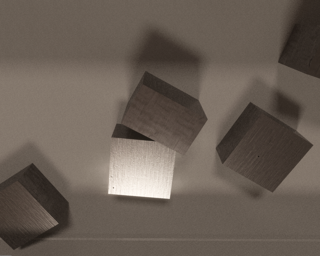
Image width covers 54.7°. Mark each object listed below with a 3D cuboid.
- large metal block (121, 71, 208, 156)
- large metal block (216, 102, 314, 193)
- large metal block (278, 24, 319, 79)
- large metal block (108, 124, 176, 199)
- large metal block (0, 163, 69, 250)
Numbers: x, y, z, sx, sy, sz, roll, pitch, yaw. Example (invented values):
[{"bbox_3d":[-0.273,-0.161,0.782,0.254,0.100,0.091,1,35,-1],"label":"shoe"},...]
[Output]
[{"bbox_3d":[0.004,-0.021,0.374,0.080,0.080,0.050,28,108,-10],"label":"large metal block"},{"bbox_3d":[0.134,0.025,0.409,0.080,0.050,0.080,30,107,-11],"label":"large metal block"},{"bbox_3d":[0.197,-0.081,0.355,0.080,0.080,0.050,16,109,-7],"label":"large metal block"},{"bbox_3d":[-0.023,0.043,0.414,0.081,0.050,0.079,5,110,-3],"label":"large metal block"},{"bbox_3d":[-0.192,0.110,0.436,0.080,0.050,0.080,-32,107,10],"label":"large metal block"}]
